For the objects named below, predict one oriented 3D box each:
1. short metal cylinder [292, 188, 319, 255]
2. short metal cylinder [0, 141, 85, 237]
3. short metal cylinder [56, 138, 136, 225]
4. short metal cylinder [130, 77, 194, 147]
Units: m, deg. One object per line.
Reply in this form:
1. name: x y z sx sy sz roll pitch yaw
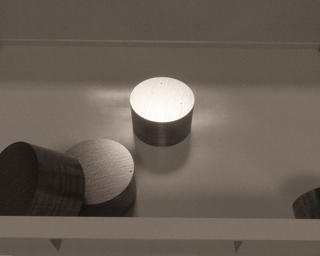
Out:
1. short metal cylinder: 0.174 0.093 0.293 0.081 0.080 0.050 1 50 0
2. short metal cylinder: -0.116 0.057 0.285 0.080 0.050 0.080 -13 65 31
3. short metal cylinder: -0.067 0.058 0.339 0.081 0.050 0.080 0 50 0
4. short metal cylinder: 0.003 -0.022 0.407 0.081 0.050 0.080 0 50 0
